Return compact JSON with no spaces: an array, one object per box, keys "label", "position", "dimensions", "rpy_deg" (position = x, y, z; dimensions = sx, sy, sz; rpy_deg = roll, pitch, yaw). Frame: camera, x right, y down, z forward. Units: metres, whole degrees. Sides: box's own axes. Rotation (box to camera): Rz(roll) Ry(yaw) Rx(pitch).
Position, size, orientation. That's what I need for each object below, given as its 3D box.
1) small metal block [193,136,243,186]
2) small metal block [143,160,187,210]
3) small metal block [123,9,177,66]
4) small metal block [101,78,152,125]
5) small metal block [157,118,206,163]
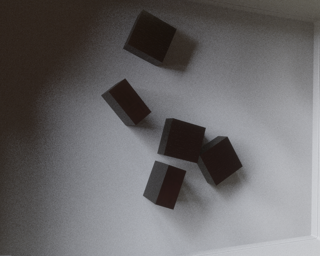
[{"label":"small metal block","position":[0.082,0.046,0.442],"dimensions":[0.050,0.025,0.050],"rpy_deg":[-32,101,-18]},{"label":"small metal block","position":[0.005,0.072,0.400],"dimensions":[0.025,0.050,0.050],"rpy_deg":[22,83,-19]},{"label":"small metal block","position":[-0.013,-0.117,0.406],"dimensions":[0.050,0.025,0.050],"rpy_deg":[25,82,-19]},{"label":"small metal block","position":[-0.043,-0.030,0.382],"dimensions":[0.025,0.050,0.050],"rpy_deg":[-42,104,-15]},{"label":"small metal block","position":[0.029,0.017,0.423],"dimensions":[0.050,0.025,0.050],"rpy_deg":[16,85,-20]}]
